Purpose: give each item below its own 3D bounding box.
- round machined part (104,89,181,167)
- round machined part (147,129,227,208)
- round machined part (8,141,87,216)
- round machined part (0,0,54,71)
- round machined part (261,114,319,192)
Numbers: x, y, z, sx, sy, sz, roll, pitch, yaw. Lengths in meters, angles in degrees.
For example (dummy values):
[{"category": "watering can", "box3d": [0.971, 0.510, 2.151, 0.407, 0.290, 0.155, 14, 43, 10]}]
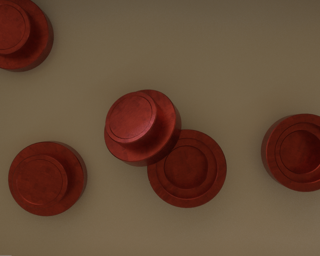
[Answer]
[{"category": "round machined part", "box3d": [-0.027, -0.005, 0.379, 0.098, 0.042, 0.098, -10, 62, 20]}, {"category": "round machined part", "box3d": [0.033, 0.050, 0.403, 0.099, 0.042, 0.097, 0, 90, 0]}, {"category": "round machined part", "box3d": [-0.148, 0.066, 0.402, 0.099, 0.042, 0.097, 0, 90, 0]}, {"category": "round machined part", "box3d": [-0.194, -0.125, 0.401, 0.099, 0.042, 0.097, 0, 90, 0]}, {"category": "round machined part", "box3d": [0.181, 0.031, 0.404, 0.099, 0.042, 0.097, 0, 90, 0]}]
